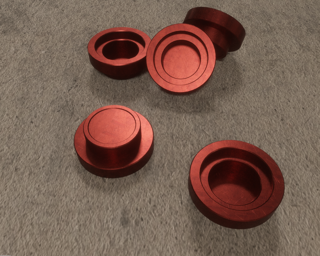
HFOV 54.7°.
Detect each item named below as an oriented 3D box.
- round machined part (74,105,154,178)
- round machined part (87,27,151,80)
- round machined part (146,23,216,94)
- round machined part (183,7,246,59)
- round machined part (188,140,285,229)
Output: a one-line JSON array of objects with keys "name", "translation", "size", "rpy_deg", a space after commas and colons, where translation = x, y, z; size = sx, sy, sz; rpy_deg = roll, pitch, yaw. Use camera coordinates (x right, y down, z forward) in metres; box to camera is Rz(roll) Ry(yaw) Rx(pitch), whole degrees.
[{"name": "round machined part", "translation": [-0.057, 0.010, 0.383], "size": [0.099, 0.042, 0.098], "rpy_deg": [0, 50, 0]}, {"name": "round machined part", "translation": [-0.061, -0.113, 0.487], "size": [0.099, 0.042, 0.098], "rpy_deg": [0, 50, 0]}, {"name": "round machined part", "translation": [0.031, -0.098, 0.454], "size": [0.099, 0.042, 0.097], "rpy_deg": [0, 91, 6]}, {"name": "round machined part", "translation": [0.080, -0.144, 0.488], "size": [0.098, 0.098, 0.042], "rpy_deg": [22, 86, 17]}, {"name": "round machined part", "translation": [0.080, 0.064, 0.340], "size": [0.099, 0.042, 0.098], "rpy_deg": [0, 50, 0]}]
